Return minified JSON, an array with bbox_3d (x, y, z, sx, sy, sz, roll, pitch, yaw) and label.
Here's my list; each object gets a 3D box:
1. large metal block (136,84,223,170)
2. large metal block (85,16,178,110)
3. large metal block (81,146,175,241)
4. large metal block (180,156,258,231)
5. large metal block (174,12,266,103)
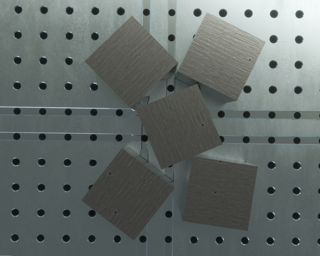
[{"bbox_3d":[0.024,-0.002,0.400,0.080,0.050,0.080,-23,90,0],"label":"large metal block"},{"bbox_3d":[-0.034,-0.080,0.400,0.080,0.050,0.080,-44,90,0],"label":"large metal block"},{"bbox_3d":[-0.039,0.080,0.399,0.080,0.050,0.080,38,90,0],"label":"large metal block"},{"bbox_3d":[0.073,0.080,0.401,0.080,0.050,0.080,9,90,-1],"label":"large metal block"},{"bbox_3d":[0.074,-0.087,0.400,0.080,0.050,0.080,26,90,-3],"label":"large metal block"}]
